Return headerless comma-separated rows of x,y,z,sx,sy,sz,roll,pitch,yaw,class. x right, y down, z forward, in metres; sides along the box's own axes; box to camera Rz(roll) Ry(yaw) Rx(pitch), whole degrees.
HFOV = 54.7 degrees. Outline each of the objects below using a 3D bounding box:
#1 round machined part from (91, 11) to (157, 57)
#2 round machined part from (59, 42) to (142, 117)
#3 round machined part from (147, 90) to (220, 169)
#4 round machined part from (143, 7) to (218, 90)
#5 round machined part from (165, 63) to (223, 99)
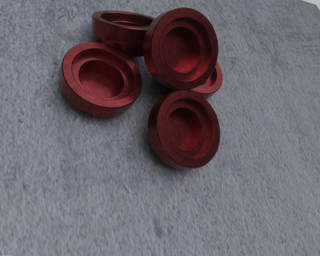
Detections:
-0.045,-0.130,0.432,0.099,0.042,0.098,7,30,-4,round machined part
-0.075,-0.056,0.387,0.099,0.042,0.098,14,56,-21,round machined part
0.026,0.004,0.394,0.099,0.042,0.098,8,75,-32,round machined part
0.022,-0.099,0.394,0.099,0.042,0.097,-6,102,-29,round machined part
0.041,-0.081,0.466,0.099,0.042,0.098,14,56,-21,round machined part
